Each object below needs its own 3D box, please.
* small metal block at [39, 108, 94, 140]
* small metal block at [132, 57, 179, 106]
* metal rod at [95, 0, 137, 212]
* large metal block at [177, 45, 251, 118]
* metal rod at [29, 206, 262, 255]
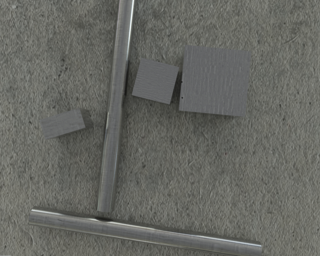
[{"bbox_3d":[-0.117,-0.005,0.396,0.050,0.050,0.025,-17,90,0],"label":"small metal block"},{"bbox_3d":[-0.006,-0.060,0.410,0.050,0.025,0.050,14,90,-1],"label":"small metal block"},{"bbox_3d":[-0.057,-0.041,0.409,0.025,0.025,0.298,6,90,-1],"label":"metal rod"},{"bbox_3d":[0.066,-0.057,0.398,0.081,0.050,0.079,6,90,-1],"label":"large metal block"},{"bbox_3d":[-0.018,0.139,0.409,0.302,0.025,0.025,9,90,-1],"label":"metal rod"}]
